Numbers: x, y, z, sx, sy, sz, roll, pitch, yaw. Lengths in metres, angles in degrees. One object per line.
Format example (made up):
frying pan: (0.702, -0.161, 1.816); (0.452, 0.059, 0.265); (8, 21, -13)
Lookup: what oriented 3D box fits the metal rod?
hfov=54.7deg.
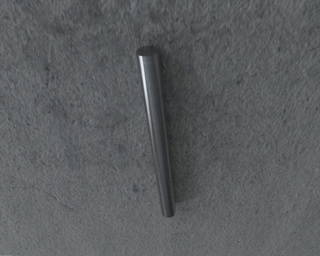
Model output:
metal rod: (0.001, 0.029, 0.432); (0.025, 0.025, 0.298); (-4, 130, 3)
